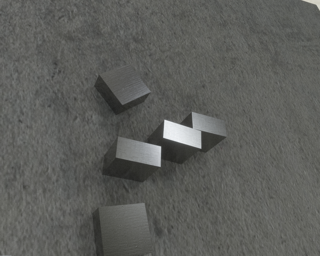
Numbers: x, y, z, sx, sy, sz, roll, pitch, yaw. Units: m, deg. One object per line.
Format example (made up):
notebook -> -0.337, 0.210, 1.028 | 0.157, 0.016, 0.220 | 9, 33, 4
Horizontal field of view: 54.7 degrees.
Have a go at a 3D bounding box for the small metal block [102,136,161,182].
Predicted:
small metal block -> -0.032, 0.037, 0.349 | 0.050, 0.050, 0.025 | 15, 56, -21

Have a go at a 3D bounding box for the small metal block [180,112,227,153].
small metal block -> 0.053, 0.007, 0.414 | 0.050, 0.050, 0.025 | 13, 56, -21

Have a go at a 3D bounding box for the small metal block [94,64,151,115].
small metal block -> -0.049, -0.052, 0.410 | 0.050, 0.025, 0.050 | -31, 79, -38

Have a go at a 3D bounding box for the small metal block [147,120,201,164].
small metal block -> 0.017, 0.019, 0.387 | 0.050, 0.050, 0.025 | 17, 55, -19

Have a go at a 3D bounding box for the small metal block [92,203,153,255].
small metal block -> -0.039, 0.107, 0.318 | 0.050, 0.025, 0.050 | 2, 61, -28
